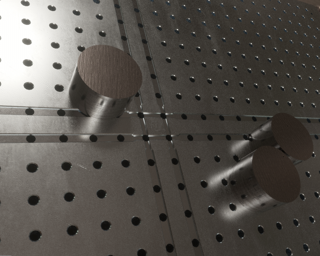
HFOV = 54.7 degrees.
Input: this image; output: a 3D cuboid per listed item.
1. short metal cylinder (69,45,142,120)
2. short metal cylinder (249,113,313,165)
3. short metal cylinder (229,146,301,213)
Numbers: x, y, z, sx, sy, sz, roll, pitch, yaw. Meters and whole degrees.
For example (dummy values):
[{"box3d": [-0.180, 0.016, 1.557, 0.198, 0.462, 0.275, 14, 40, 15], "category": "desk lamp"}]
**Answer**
[{"box3d": [-0.069, -0.057, 0.391, 0.081, 0.050, 0.080, 14, 56, -21], "category": "short metal cylinder"}, {"box3d": [0.188, 0.023, 0.482, 0.081, 0.050, 0.080, 14, 56, -21], "category": "short metal cylinder"}, {"box3d": [0.144, 0.071, 0.429, 0.081, 0.050, 0.080, 14, 56, -21], "category": "short metal cylinder"}]
